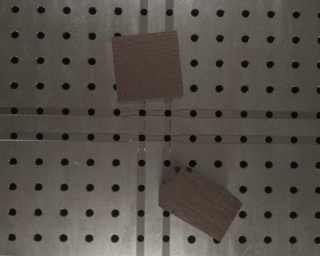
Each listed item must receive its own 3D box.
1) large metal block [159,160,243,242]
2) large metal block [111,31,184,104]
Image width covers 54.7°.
[{"bbox_3d":[0.046,0.086,0.387,0.080,0.080,0.050,31,90,-1],"label":"large metal block"},{"bbox_3d":[-0.015,-0.075,0.401,0.081,0.050,0.079,-6,90,-1],"label":"large metal block"}]
